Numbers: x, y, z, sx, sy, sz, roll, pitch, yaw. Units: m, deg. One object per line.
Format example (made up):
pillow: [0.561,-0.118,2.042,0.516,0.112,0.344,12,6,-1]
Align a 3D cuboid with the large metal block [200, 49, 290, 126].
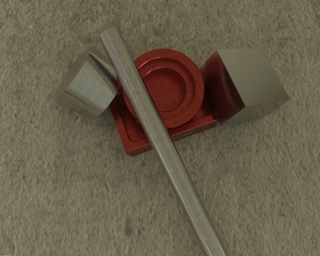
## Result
large metal block: [0.105,-0.054,0.399,0.081,0.050,0.080,-10,68,-32]

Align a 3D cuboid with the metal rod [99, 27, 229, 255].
metal rod: [0.006,0.026,0.354,0.025,0.025,0.299,-26,89,-9]

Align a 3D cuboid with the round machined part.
round machined part: [0.003,-0.046,0.392,0.099,0.042,0.097,0,85,-5]

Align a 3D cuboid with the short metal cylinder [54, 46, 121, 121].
short metal cylinder: [-0.089,-0.056,0.393,0.050,0.080,0.080,35,69,-26]

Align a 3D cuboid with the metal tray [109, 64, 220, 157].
metal tray: [0.003,-0.026,0.416,0.131,0.030,0.090,-19,71,-8]
